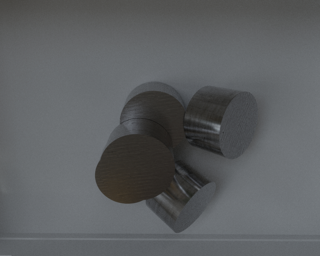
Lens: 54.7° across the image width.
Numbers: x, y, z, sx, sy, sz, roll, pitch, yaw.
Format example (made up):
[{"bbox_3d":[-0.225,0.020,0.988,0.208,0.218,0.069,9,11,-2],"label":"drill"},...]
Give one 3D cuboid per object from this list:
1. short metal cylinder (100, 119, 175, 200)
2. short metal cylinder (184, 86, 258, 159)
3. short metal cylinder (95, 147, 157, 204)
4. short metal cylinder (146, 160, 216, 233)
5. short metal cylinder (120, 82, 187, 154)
[{"bbox_3d":[-0.024,0.035,0.354,0.081,0.050,0.079,0,110,-1],"label":"short metal cylinder"},{"bbox_3d":[0.074,-0.008,0.372,0.081,0.050,0.079,-18,115,-42],"label":"short metal cylinder"},{"bbox_3d":[-0.042,0.054,0.416,0.081,0.050,0.079,0,110,-1],"label":"short metal cylinder"},{"bbox_3d":[0.028,0.089,0.406,0.050,0.081,0.079,36,111,30],"label":"short metal cylinder"},{"bbox_3d":[-0.007,-0.014,0.391,0.081,0.050,0.079,0,110,-1],"label":"short metal cylinder"}]
